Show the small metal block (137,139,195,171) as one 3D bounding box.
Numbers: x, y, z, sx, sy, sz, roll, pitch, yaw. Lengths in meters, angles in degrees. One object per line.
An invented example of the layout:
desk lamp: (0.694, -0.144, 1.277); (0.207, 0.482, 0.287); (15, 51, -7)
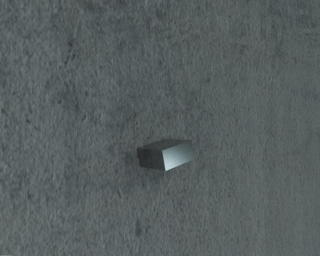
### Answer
small metal block: (0.007, 0.033, 0.397); (0.050, 0.050, 0.025); (-16, 101, -39)
